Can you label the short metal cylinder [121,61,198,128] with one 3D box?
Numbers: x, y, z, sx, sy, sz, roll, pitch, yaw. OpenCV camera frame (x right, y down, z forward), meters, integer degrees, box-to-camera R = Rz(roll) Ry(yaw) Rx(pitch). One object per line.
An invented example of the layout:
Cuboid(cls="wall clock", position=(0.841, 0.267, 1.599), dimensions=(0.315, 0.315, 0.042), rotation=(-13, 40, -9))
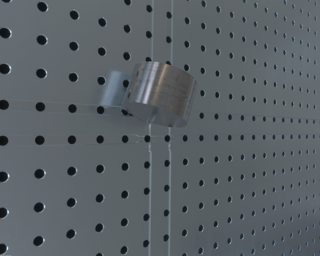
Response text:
Cuboid(cls="short metal cylinder", position=(0.000, -0.038, 0.372), dimensions=(0.080, 0.080, 0.050), rotation=(26, 74, -37))
